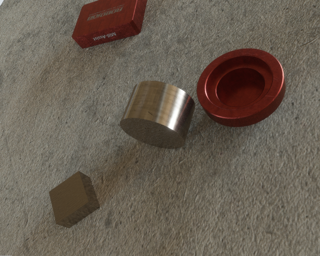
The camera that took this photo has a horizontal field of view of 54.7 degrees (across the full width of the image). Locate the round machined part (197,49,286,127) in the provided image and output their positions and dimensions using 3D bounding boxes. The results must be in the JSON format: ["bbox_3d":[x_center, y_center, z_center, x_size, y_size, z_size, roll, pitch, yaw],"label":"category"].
[{"bbox_3d":[0.097,-0.043,0.369,0.098,0.042,0.098,-13,56,21],"label":"round machined part"}]

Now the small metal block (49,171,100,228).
[{"bbox_3d":[-0.113,0.093,0.406,0.050,0.025,0.050,-35,51,5],"label":"small metal block"}]

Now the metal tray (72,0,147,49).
[{"bbox_3d":[-0.093,-0.202,0.574,0.130,0.030,0.090,-6,59,24],"label":"metal tray"}]

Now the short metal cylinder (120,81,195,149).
[{"bbox_3d":[-0.002,-0.014,0.378,0.080,0.080,0.050,5,64,30],"label":"short metal cylinder"}]
